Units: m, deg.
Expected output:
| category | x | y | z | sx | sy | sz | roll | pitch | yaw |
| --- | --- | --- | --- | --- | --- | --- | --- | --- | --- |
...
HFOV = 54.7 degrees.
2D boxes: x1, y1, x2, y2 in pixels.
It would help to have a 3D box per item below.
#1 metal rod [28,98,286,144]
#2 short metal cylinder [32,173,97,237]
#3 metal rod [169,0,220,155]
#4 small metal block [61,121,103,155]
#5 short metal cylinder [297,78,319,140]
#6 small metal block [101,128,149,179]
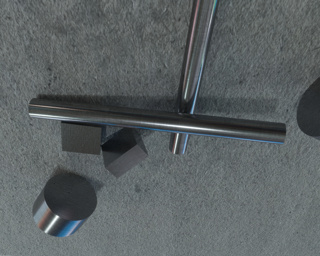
| category | x | y | z | sx | sy | sz | roll | pitch | yaw |
| --- | --- | --- | --- | --- | --- | --- | --- | --- | --- |
| metal rod | -0.007 | -0.009 | 0.371 | 0.302 | 0.025 | 0.025 | 6 | 130 | 5 |
| short metal cylinder | -0.143 | 0.115 | 0.468 | 0.080 | 0.080 | 0.050 | 26 | 125 | -21 |
| metal rod | 0.040 | -0.085 | 0.335 | 0.025 | 0.025 | 0.298 | 4 | 130 | -4 |
| small metal block | -0.103 | 0.007 | 0.412 | 0.050 | 0.025 | 0.050 | 7 | 130 | -6 |
| short metal cylinder | 0.208 | -0.019 | 0.357 | 0.050 | 0.080 | 0.080 | 22 | 127 | -18 |
| small metal block | -0.047 | 0.030 | 0.407 | 0.050 | 0.050 | 0.025 | -36 | 123 | 6 |
